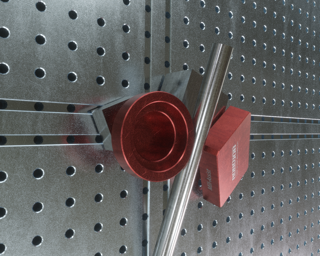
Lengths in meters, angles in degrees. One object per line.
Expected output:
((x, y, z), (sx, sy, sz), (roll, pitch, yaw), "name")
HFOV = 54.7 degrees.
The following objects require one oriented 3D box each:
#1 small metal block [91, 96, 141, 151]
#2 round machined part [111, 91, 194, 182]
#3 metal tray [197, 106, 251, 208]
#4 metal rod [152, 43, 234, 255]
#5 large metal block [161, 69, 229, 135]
((-0.046, -0.006, 0.367), (0.050, 0.025, 0.050), (-28, 108, -37), "small metal block")
((-0.011, 0.009, 0.349), (0.099, 0.042, 0.097), (-1, 91, -37), "round machined part")
((0.095, 0.044, 0.449), (0.090, 0.030, 0.129), (-46, 142, -30), "metal tray")
((0.035, 0.047, 0.383), (0.025, 0.025, 0.298), (8, 101, -40), "metal rod")
((0.041, -0.023, 0.424), (0.080, 0.050, 0.080), (29, 72, -37), "large metal block")
